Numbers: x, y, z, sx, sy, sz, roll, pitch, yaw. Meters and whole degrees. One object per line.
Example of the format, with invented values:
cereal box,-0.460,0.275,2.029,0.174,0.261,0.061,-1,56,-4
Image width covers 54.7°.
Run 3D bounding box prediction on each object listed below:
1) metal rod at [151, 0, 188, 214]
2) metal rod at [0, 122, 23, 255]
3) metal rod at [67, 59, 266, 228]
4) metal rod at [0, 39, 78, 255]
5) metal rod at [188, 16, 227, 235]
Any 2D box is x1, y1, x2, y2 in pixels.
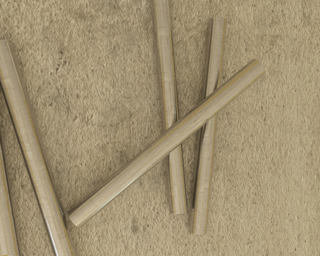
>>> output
metal rod,0.012,-0.036,0.413,0.025,0.025,0.298,-6,92,-20
metal rod,-0.184,0.033,0.341,0.025,0.025,0.298,-9,93,-20
metal rod,0.013,0.015,0.387,0.301,0.025,0.025,-39,103,-6
metal rod,-0.139,0.049,0.357,0.025,0.025,0.298,-17,96,-19
metal rod,0.067,-0.005,0.433,0.025,0.025,0.298,7,88,-20
